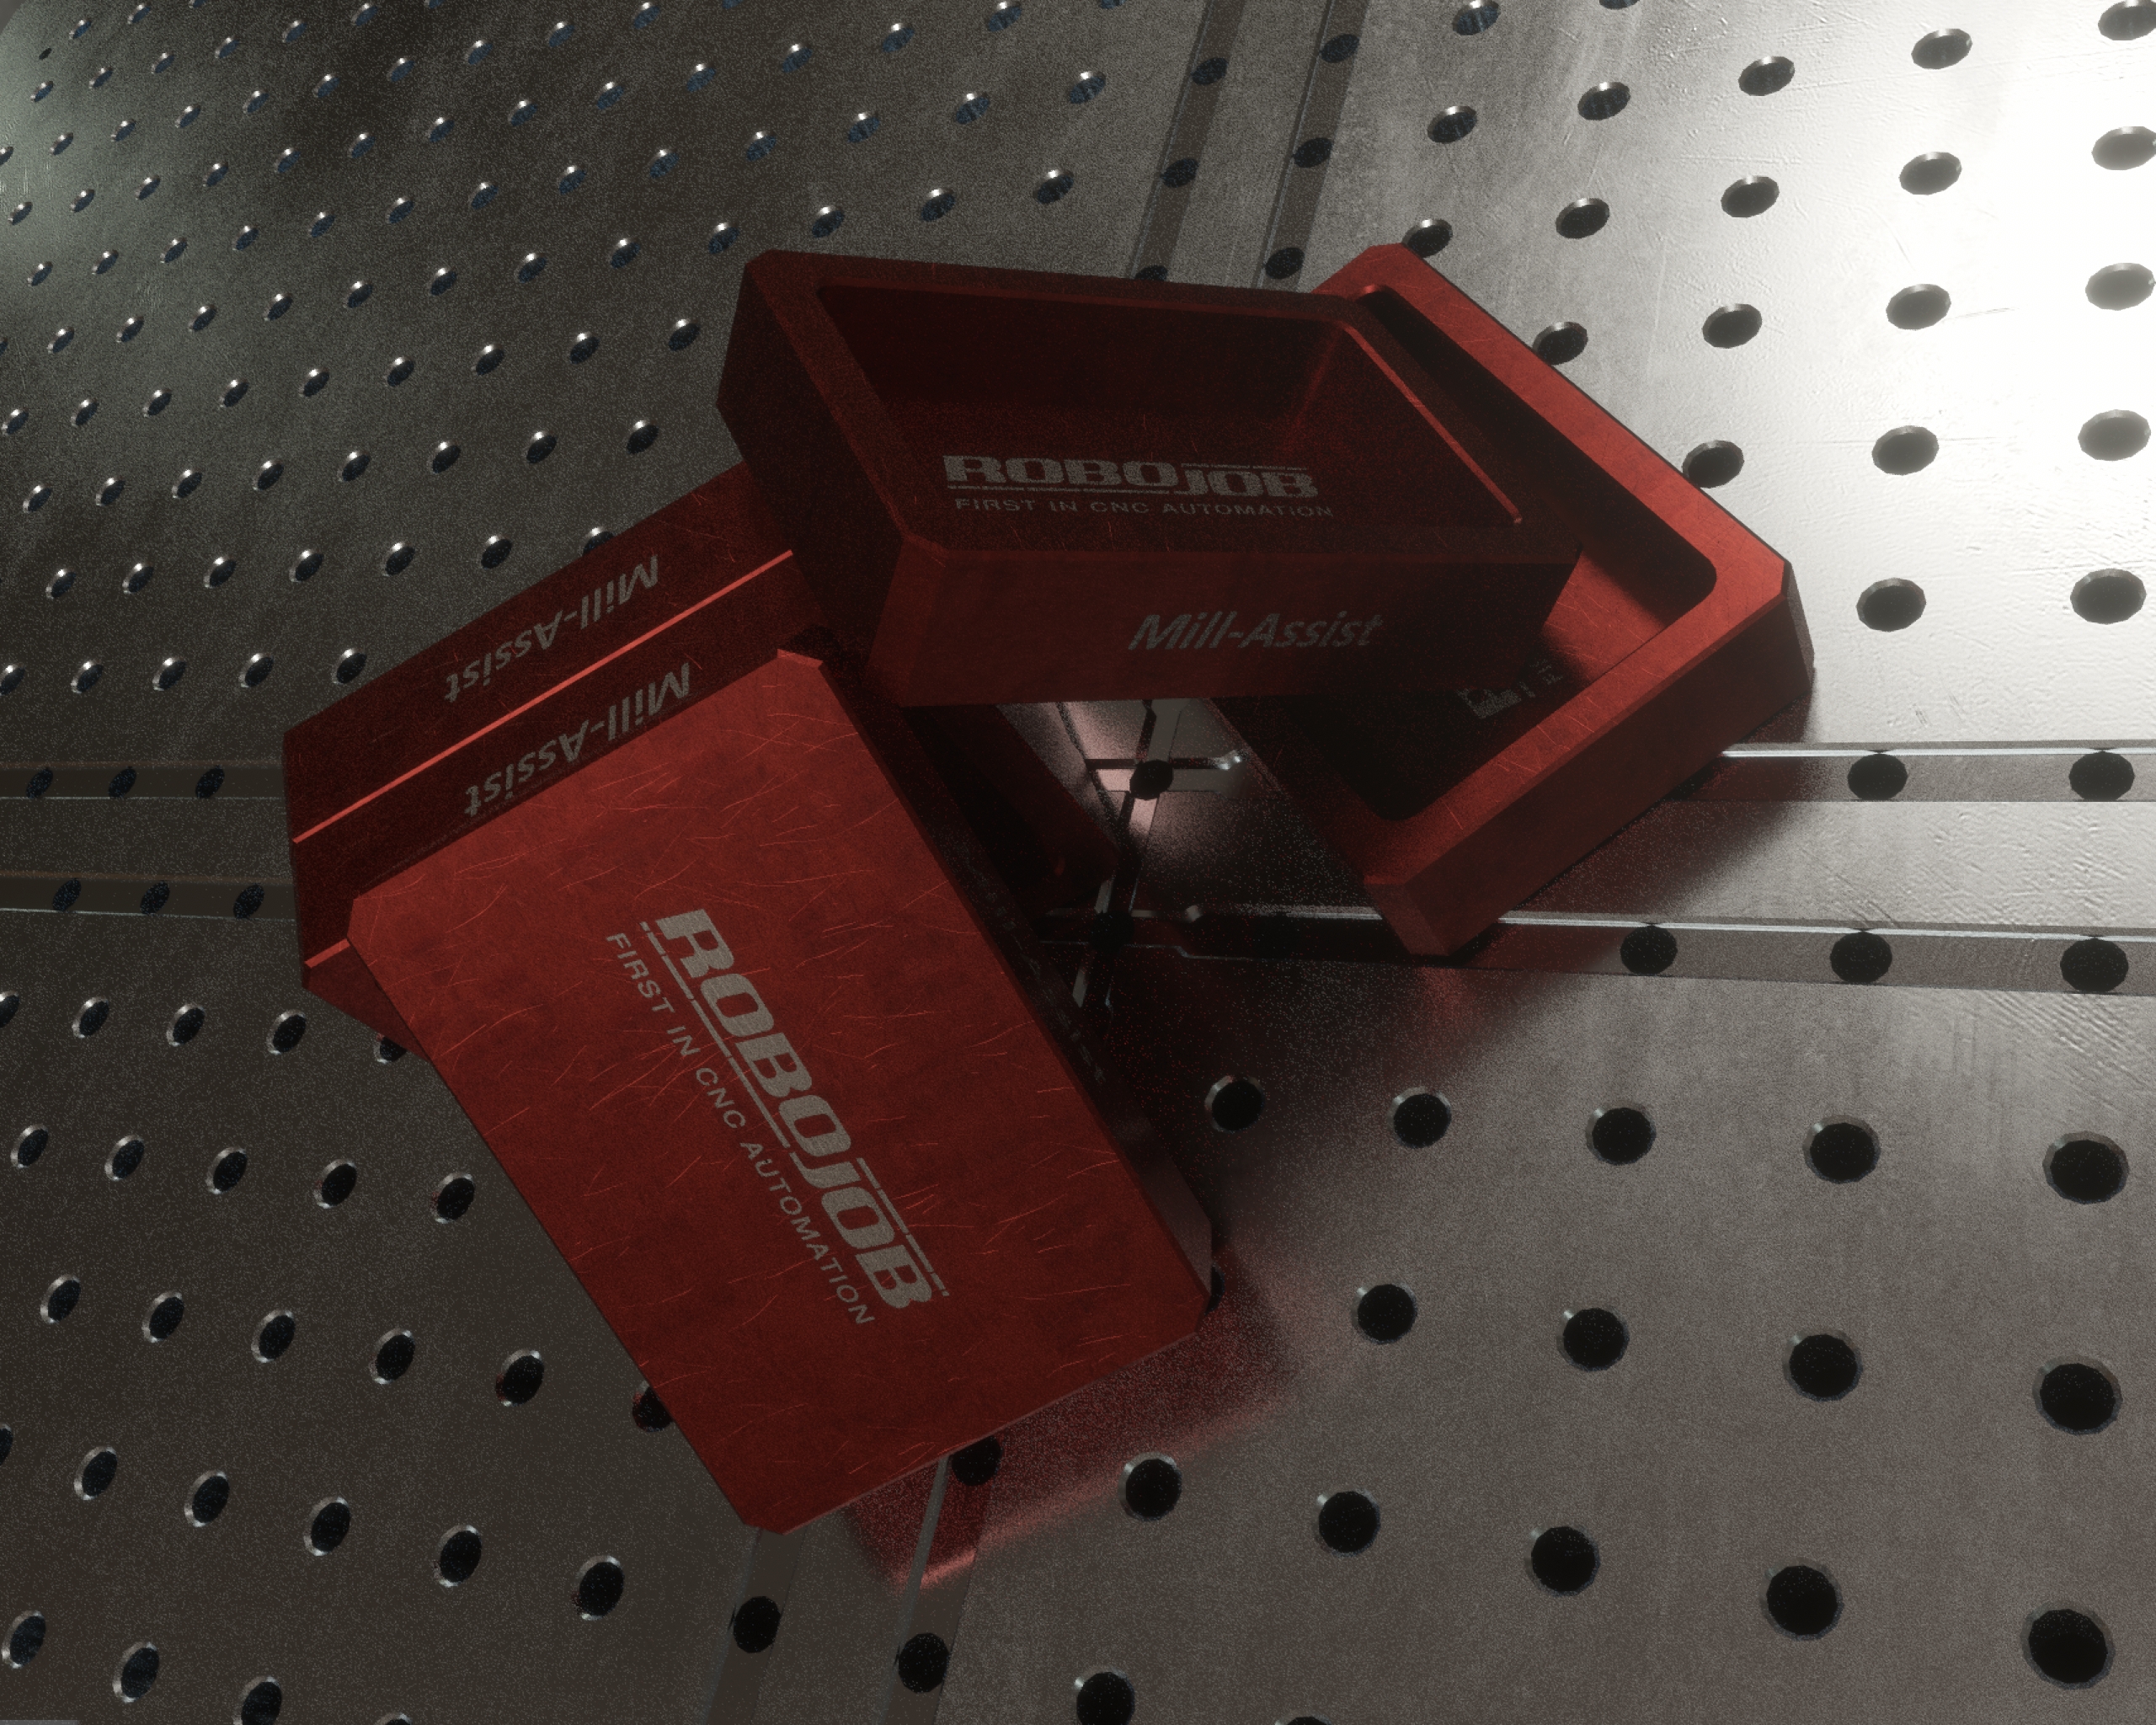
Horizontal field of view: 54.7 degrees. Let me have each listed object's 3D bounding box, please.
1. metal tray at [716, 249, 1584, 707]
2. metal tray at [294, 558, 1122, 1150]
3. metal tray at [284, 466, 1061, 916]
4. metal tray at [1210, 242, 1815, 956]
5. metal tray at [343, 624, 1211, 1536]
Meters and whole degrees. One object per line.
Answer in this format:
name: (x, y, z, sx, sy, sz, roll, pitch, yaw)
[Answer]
metal tray: (0.012, -0.069, 0.370, 0.131, 0.030, 0.090, -4, 45, -29)
metal tray: (-0.069, 0.000, 0.399, 0.130, 0.090, 0.030, -29, 52, 10)
metal tray: (-0.078, -0.022, 0.418, 0.130, 0.090, 0.030, -29, 52, 10)
metal tray: (0.064, -0.055, 0.403, 0.090, 0.030, 0.130, -37, 51, 3)
metal tray: (-0.047, 0.038, 0.349, 0.090, 0.130, 0.030, -29, 11, 10)
